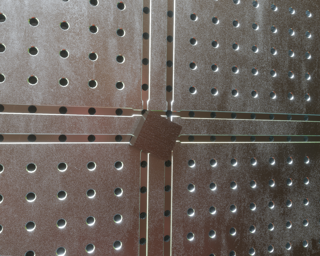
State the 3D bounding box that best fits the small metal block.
[{"bbox_3d":[-0.006,0.010,0.410,0.050,0.025,0.050,27,81,-18],"label":"small metal block"}]
